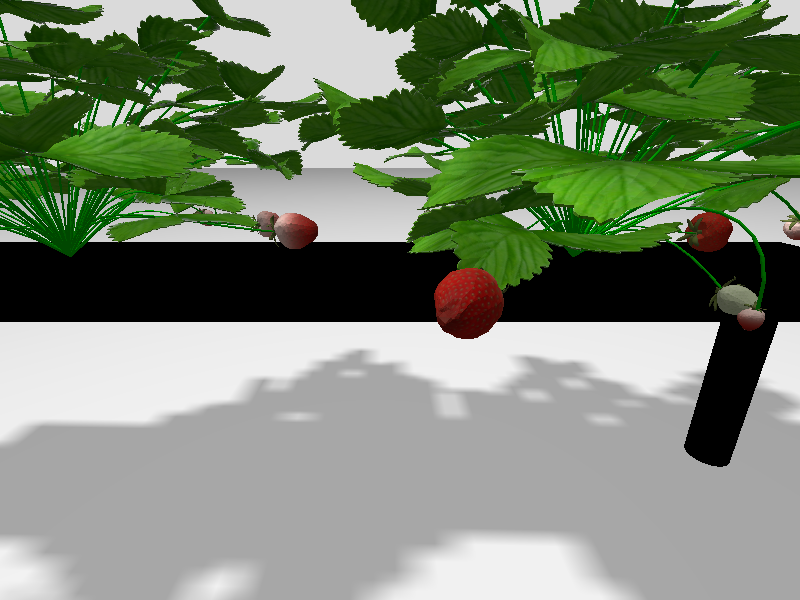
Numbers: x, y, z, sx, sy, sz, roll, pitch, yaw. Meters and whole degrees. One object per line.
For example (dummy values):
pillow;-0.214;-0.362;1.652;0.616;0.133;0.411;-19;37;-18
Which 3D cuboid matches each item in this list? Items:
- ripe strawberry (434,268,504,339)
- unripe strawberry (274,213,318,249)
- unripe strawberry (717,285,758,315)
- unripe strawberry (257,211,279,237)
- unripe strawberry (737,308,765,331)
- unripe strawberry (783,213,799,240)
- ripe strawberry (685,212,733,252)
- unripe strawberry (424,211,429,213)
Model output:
ripe strawberry;0.030;0.003;0.193;0.034;0.036;0.037;14;25;34
unripe strawberry;-0.097;-0.065;0.377;0.040;0.034;0.039;-2;20;-7
unripe strawberry;0.188;0.001;0.222;0.019;0.016;0.019;-5;28;-12
unripe strawberry;-0.141;-0.083;0.435;0.027;0.029;0.025;-10;22;-28
unripe strawberry;0.179;0.010;0.204;0.012;0.012;0.010;-3;20;-8
unripe strawberry;0.419;-0.075;0.416;0.028;0.029;0.026;36;7;-23
ripe strawberry;0.296;-0.065;0.380;0.038;0.037;0.035;-4;20;-11
unripe strawberry;0.035;-0.108;0.509;0.011;0.011;0.010;-14;24;-33
